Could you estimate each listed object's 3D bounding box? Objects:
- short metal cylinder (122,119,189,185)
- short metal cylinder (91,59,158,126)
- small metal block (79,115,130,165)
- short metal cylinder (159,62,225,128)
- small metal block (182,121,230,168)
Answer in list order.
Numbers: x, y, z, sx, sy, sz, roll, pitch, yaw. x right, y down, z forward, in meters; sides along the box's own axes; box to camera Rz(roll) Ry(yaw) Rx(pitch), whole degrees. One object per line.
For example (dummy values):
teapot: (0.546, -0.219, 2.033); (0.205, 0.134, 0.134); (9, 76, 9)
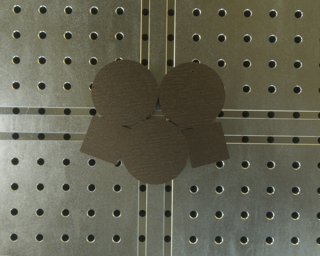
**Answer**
short metal cylinder: (-0.006, 0.028, 0.397); (0.081, 0.050, 0.079); (0, 90, 0)
short metal cylinder: (-0.042, -0.043, 0.397); (0.081, 0.050, 0.079); (0, 90, 0)
small metal block: (-0.071, 0.016, 0.409); (0.050, 0.025, 0.050); (21, 90, 0)
short metal cylinder: (0.039, -0.040, 0.398); (0.081, 0.050, 0.079); (0, 90, 0)
small metal block: (0.060, 0.022, 0.411); (0.050, 0.025, 0.050); (-14, 90, 0)
